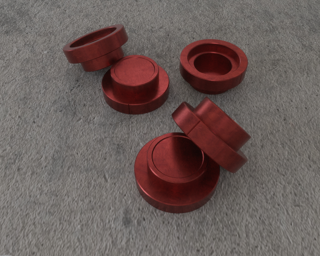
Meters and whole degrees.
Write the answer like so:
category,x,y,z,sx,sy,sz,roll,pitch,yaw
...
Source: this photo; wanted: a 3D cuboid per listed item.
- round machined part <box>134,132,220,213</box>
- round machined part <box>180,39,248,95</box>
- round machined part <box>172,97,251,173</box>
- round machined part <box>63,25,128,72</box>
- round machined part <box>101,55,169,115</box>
category,x,y,z,sx,sy,sz,roll,pitch,yaw
round machined part,0.020,0.043,0.356,0.099,0.042,0.098,0,50,0
round machined part,0.079,-0.088,0.466,0.099,0.042,0.098,0,50,0
round machined part,0.063,0.002,0.352,0.042,0.098,0.098,-48,57,11
round machined part,-0.094,-0.120,0.476,0.098,0.042,0.098,-16,29,9
round machined part,-0.036,-0.069,0.450,0.099,0.042,0.098,0,50,0
